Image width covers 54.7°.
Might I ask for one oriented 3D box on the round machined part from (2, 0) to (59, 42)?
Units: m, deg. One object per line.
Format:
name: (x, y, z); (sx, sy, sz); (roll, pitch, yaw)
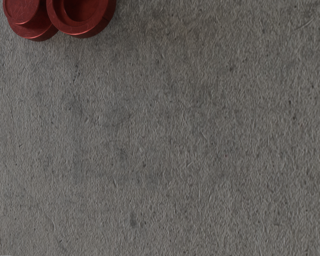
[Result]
round machined part: (-0.195, -0.184, 0.467); (0.098, 0.042, 0.097); (0, 90, 19)

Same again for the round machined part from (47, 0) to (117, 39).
round machined part: (-0.105, -0.174, 0.435); (0.098, 0.042, 0.097); (0, 90, 18)
